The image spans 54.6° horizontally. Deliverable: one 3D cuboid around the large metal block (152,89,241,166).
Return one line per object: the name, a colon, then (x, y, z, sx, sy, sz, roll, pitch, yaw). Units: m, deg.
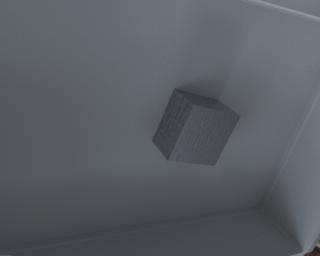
large metal block: (0.048, 0.001, 0.418, 0.081, 0.050, 0.080, 10, 113, -33)
